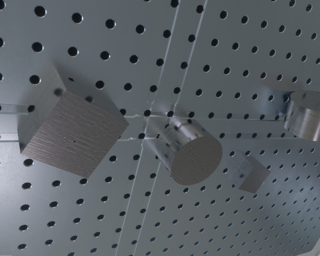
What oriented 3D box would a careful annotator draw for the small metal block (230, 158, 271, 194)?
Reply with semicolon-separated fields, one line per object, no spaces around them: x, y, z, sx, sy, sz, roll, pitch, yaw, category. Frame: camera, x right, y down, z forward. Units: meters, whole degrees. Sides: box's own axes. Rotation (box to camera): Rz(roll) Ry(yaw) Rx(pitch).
0.161;0.086;0.552;0.050;0.025;0.050;21;107;-36;small metal block

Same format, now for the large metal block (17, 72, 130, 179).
-0.096;-0.001;0.342;0.080;0.050;0.080;31;101;-38;large metal block

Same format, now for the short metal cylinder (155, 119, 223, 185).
0.040;0.034;0.438;0.081;0.050;0.079;-14;124;-21;short metal cylinder

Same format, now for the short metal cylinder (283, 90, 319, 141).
0.245;-0.021;0.496;0.081;0.080;0.050;-12;123;-22;short metal cylinder
